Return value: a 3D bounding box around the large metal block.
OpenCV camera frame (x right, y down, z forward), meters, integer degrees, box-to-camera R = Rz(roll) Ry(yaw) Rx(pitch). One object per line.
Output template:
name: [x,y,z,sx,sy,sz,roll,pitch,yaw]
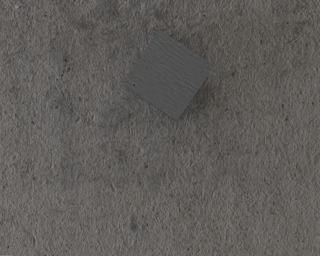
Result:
large metal block: [0.010,-0.064,0.397,0.080,0.050,0.080,34,90,0]
